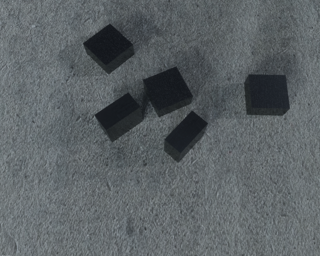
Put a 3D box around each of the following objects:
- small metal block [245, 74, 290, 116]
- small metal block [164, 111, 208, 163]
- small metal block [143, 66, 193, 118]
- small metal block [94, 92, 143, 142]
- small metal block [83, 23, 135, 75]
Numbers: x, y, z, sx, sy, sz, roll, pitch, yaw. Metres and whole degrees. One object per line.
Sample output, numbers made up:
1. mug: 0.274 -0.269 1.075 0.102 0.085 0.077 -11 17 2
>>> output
1. small metal block: 0.146 -0.045 0.425 0.050 0.025 0.050 1 70 0
2. small metal block: 0.031 0.012 0.390 0.025 0.050 0.050 41 75 13
3. small metal block: 0.010 -0.050 0.426 0.050 0.025 0.050 -24 72 -9
4. small metal block: -0.052 -0.012 0.399 0.050 0.050 0.025 -36 74 -12
5. small metal block: -0.074 -0.115 0.449 0.050 0.025 0.050 -42 75 -14
